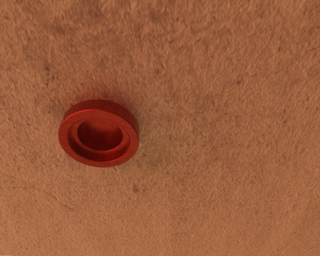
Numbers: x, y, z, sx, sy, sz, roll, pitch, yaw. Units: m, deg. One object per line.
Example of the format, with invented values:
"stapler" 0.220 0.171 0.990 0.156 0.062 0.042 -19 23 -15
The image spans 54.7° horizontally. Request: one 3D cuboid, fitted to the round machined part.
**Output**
"round machined part" -0.075 0.003 0.397 0.099 0.042 0.097 -1 130 0
